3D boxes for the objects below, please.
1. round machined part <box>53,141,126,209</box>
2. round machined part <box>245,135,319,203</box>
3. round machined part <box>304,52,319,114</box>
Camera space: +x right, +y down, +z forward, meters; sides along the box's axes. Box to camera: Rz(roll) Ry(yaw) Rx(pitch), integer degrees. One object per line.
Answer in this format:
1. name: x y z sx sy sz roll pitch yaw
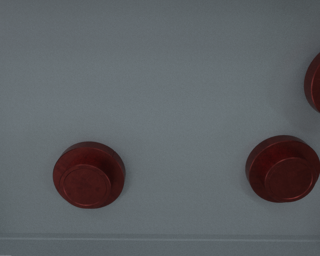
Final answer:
1. round machined part: -0.099 0.071 0.427 0.099 0.042 0.097 0 110 0
2. round machined part: 0.172 0.063 0.427 0.099 0.042 0.097 0 110 0
3. round machined part: 0.227 -0.060 0.382 0.099 0.042 0.097 0 110 0
